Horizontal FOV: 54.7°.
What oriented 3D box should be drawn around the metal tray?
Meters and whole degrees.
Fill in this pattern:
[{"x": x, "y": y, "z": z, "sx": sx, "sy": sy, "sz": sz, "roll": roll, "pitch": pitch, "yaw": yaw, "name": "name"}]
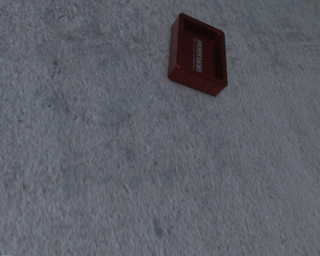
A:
[{"x": 0.063, "y": -0.123, "z": 0.511, "sx": 0.091, "sy": 0.030, "sz": 0.130, "roll": 18, "pitch": 55, "yaw": -19, "name": "metal tray"}]
